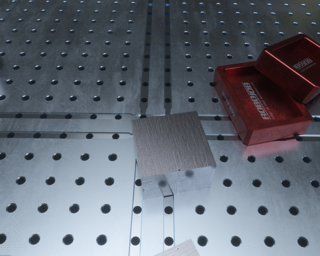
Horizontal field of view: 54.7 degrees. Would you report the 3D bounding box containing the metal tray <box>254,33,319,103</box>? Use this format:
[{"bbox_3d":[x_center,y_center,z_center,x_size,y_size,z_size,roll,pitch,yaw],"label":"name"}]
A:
[{"bbox_3d":[0.211,-0.093,0.457,0.131,0.030,0.090,-27,62,-38],"label":"metal tray"}]

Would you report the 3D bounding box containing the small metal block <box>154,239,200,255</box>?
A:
[{"bbox_3d":[0.018,0.141,0.290,0.050,0.025,0.050,-19,53,-16],"label":"small metal block"}]

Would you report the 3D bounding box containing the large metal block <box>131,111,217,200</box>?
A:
[{"bbox_3d":[0.013,0.031,0.366,0.081,0.050,0.080,-8,51,-7],"label":"large metal block"}]

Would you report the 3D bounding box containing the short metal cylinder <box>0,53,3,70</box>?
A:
[{"bbox_3d":[-0.297,-0.116,0.485,0.081,0.050,0.080,0,50,0],"label":"short metal cylinder"}]

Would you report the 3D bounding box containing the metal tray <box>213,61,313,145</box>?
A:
[{"bbox_3d":[0.140,-0.042,0.441,0.091,0.030,0.130,-10,51,-9],"label":"metal tray"}]
